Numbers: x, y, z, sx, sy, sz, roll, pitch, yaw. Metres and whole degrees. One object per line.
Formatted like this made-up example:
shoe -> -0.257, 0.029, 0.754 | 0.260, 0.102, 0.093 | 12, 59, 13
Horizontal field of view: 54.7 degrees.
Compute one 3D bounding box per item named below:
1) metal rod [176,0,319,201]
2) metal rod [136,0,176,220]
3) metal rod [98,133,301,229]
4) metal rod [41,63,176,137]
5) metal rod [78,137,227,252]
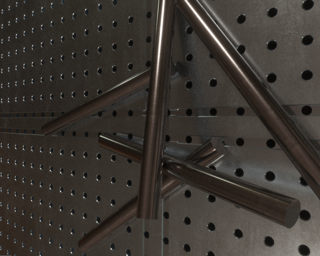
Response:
metal rod -> 0.100, -0.037, 0.325 | 0.025, 0.025, 0.299 | -44, 64, 31
metal rod -> -0.001, -0.047, 0.368 | 0.025, 0.025, 0.299 | -5, 75, 39
metal rod -> 0.012, 0.044, 0.365 | 0.300, 0.025, 0.025 | 15, 100, 48
metal rod -> -0.099, -0.037, 0.488 | 0.299, 0.025, 0.025 | -20, 77, 37
metal rod -> -0.028, 0.106, 0.430 | 0.299, 0.025, 0.025 | -42, 65, 31
